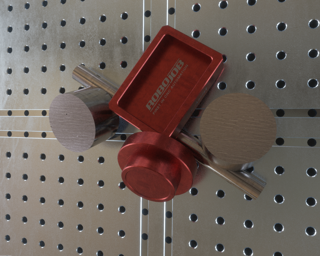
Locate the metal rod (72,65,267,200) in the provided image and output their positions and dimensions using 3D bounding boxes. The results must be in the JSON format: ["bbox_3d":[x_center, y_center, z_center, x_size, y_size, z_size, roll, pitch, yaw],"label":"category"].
[{"bbox_3d":[0.000,-0.003,0.413,0.300,0.025,0.025,33,101,17],"label":"metal rod"}]

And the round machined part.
[{"bbox_3d":[-0.008,0.054,0.377,0.098,0.042,0.097,14,138,14],"label":"round machined part"}]

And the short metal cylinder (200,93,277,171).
[{"bbox_3d":[0.087,0.006,0.356,0.080,0.050,0.080,-2,73,8],"label":"short metal cylinder"}]

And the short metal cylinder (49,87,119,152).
[{"bbox_3d":[-0.103,-0.013,0.423,0.080,0.050,0.079,10,111,27],"label":"short metal cylinder"}]

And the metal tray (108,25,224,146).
[{"bbox_3d":[0.008,-0.054,0.391,0.090,0.030,0.130,34,87,17],"label":"metal tray"}]
